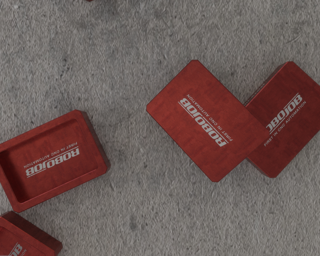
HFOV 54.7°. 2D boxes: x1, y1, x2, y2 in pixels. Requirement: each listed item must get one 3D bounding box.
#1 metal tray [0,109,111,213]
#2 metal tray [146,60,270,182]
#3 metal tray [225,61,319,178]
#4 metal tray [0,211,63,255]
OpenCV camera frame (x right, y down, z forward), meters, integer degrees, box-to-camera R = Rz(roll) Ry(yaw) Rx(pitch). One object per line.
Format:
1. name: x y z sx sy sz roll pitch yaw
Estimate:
1. metal tray: -0.143 0.042 0.406 0.131 0.030 0.090 -25 90 0
2. metal tray: 0.058 -0.009 0.388 0.090 0.030 0.130 -44 80 11
3. metal tray: 0.155 -0.011 0.409 0.090 0.030 0.130 43 90 0
4. metal tray: -0.203 0.188 0.405 0.090 0.030 0.130 34 90 0
